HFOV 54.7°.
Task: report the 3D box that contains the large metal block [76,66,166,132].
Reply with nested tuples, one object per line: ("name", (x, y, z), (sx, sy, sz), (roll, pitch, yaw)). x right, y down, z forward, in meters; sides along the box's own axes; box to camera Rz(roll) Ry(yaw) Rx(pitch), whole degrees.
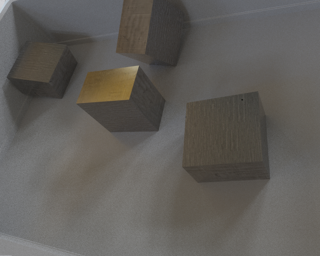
("large metal block", (-0.050, -0.035, 0.418), (0.080, 0.080, 0.050), (-2, 61, 27))

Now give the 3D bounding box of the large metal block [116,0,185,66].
("large metal block", (-0.012, -0.137, 0.443), (0.050, 0.080, 0.079), (11, 94, 33))

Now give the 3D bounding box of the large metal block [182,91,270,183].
("large metal block", (0.074, 0.012, 0.343), (0.080, 0.050, 0.080), (-8, 58, 24))

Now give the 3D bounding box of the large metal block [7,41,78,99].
("large metal block", (-0.205, -0.103, 0.548), (0.080, 0.050, 0.080), (9, 65, 14))
